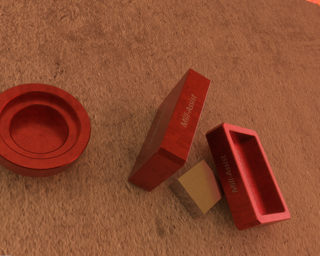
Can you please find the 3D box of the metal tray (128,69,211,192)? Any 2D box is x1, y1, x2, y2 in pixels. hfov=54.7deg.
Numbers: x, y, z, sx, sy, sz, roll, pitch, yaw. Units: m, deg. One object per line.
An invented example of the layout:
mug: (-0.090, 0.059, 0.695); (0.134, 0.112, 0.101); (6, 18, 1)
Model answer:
metal tray: (0.012, 0.002, 0.367); (0.030, 0.090, 0.130); (30, 52, -10)

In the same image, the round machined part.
round machined part: (-0.126, 0.005, 0.322); (0.099, 0.042, 0.098); (14, 56, -21)

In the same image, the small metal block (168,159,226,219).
small metal block: (0.048, 0.075, 0.383); (0.050, 0.025, 0.050); (-31, 79, -38)

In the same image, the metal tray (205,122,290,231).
metal tray: (0.115, 0.062, 0.407); (0.091, 0.030, 0.130); (11, 55, -44)
